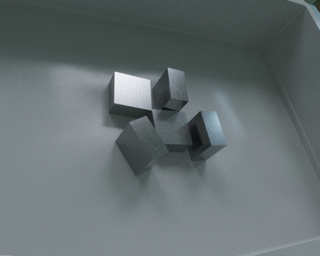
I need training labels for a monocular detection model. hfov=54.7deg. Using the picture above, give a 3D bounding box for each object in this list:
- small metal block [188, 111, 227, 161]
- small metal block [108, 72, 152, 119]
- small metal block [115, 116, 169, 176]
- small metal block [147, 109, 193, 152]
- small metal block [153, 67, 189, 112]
[{"bbox_3d":[0.058,0.011,0.416,0.025,0.050,0.050,1,62,-28],"label":"small metal block"},{"bbox_3d":[-0.040,-0.042,0.411,0.050,0.025,0.050,10,57,-23],"label":"small metal block"},{"bbox_3d":[-0.022,0.022,0.366,0.025,0.050,0.050,-23,74,-36],"label":"small metal block"},{"bbox_3d":[0.011,0.004,0.410,0.050,0.025,0.050,3,61,-27],"label":"small metal block"},{"bbox_3d":[0.013,-0.046,0.426,0.025,0.050,0.050,9,58,-24],"label":"small metal block"}]
